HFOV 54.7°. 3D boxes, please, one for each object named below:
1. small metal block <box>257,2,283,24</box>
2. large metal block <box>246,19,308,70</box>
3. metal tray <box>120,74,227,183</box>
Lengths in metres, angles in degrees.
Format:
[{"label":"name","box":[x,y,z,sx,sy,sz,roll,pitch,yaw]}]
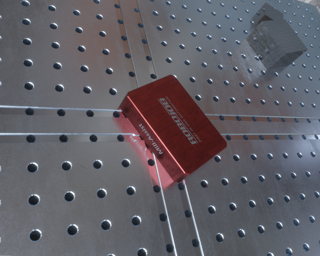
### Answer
[{"label":"small metal block","box":[0.249,-0.247,0.697,0.050,0.025,0.050,26,52,-12]},{"label":"large metal block","box":[0.236,-0.170,0.626,0.081,0.050,0.080,-17,71,-35]},{"label":"metal tray","box":[0.019,-0.003,0.419,0.091,0.030,0.130,-29,78,-38]}]
